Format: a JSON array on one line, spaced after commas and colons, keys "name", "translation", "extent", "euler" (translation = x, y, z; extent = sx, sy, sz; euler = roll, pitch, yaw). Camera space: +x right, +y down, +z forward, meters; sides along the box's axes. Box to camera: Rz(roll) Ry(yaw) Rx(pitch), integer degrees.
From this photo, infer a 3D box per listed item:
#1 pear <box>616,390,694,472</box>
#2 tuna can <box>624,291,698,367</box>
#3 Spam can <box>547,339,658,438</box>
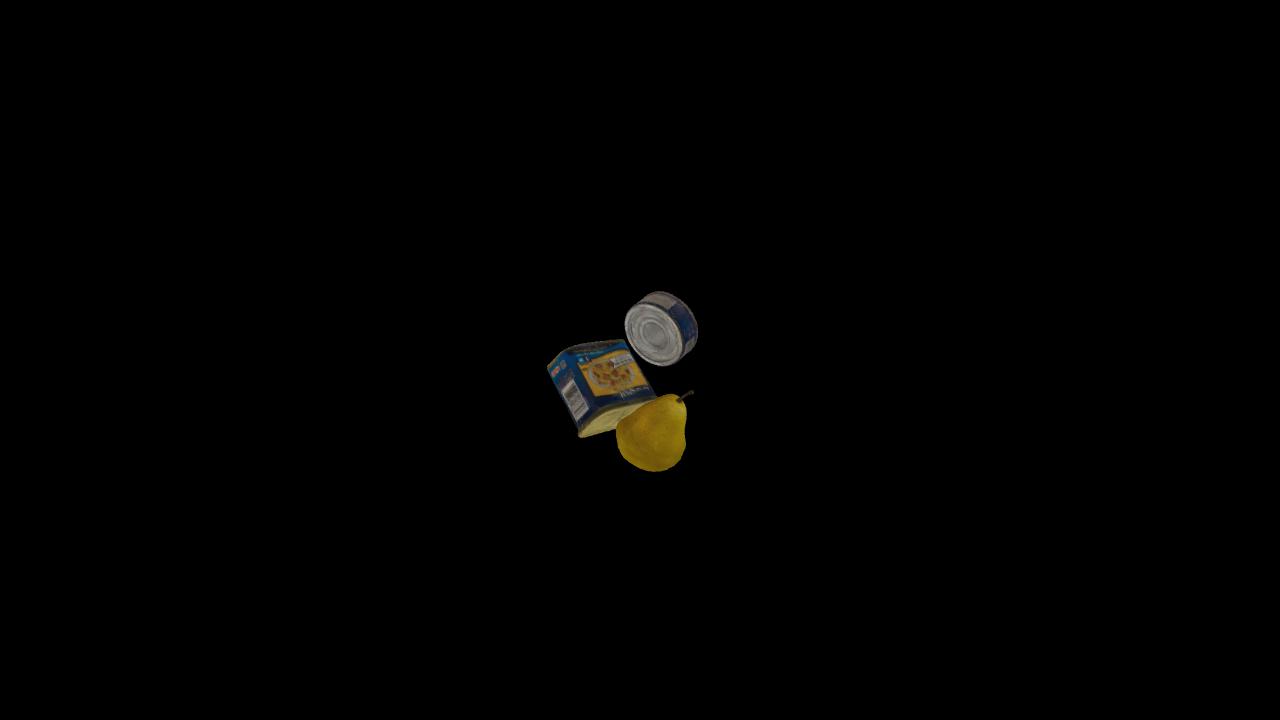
[{"name": "pear", "translation": [0.019, 0.068, 0.666], "extent": [0.080, 0.111, 0.080], "euler": [13, 37, -10]}, {"name": "tuna can", "translation": [0.024, -0.035, 0.716], "extent": [0.084, 0.084, 0.034], "euler": [0, 28, 40]}, {"name": "Spam can", "translation": [-0.039, 0.028, 0.665], "extent": [0.101, 0.085, 0.058], "euler": [-9, -28, -46]}]
